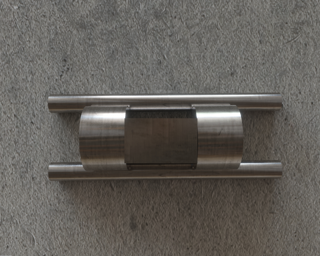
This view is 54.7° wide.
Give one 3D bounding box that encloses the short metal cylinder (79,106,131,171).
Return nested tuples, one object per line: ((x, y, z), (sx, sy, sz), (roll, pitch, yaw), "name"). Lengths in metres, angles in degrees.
((-0.064, 0.012, 0.383), (0.050, 0.080, 0.079), (-1, 90, 0), "short metal cylinder")

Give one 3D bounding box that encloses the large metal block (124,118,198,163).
((0.001, 0.014, 0.381), (0.081, 0.080, 0.050), (0, 90, 0), "large metal block")

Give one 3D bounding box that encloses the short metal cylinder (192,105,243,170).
((0.067, 0.012, 0.384), (0.050, 0.080, 0.079), (-1, 90, 0), "short metal cylinder")

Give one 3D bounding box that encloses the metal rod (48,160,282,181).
((0.007, 0.056, 0.411), (0.302, 0.025, 0.025), (-1, 90, 0), "metal rod")

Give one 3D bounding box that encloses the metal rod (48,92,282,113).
((0.007, -0.033, 0.411), (0.302, 0.025, 0.025), (-1, 90, 0), "metal rod")
